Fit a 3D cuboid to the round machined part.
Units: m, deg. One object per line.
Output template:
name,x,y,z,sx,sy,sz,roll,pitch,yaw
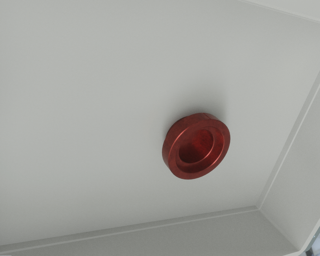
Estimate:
round machined part,0.047,0.021,0.438,0.099,0.042,0.097,-14,125,-21
